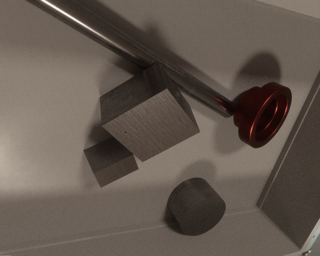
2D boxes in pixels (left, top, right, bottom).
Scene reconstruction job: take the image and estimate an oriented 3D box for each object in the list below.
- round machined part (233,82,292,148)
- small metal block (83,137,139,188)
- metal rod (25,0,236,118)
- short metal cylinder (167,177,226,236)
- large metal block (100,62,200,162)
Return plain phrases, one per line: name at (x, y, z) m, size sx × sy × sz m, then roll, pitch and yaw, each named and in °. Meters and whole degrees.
round machined part at (0.146, -0.022, 0.456) m, size 0.099 × 0.042 × 0.097 m, roll -27°, pitch 134°, yaw -31°
small metal block at (-0.061, 0.039, 0.384) m, size 0.050 × 0.050 × 0.025 m, roll -25°, pitch 128°, yaw -13°
metal rod at (-0.010, -0.076, 0.357) m, size 0.302 × 0.025 × 0.025 m, roll 24°, pitch 105°, yaw -37°
short metal cylinder at (0.059, 0.128, 0.507) m, size 0.081 × 0.050 × 0.079 m, roll -14°, pitch 125°, yaw -21°
large metal block at (-0.012, -0.016, 0.361) m, size 0.080 × 0.050 × 0.080 m, roll -29°, pitch 134°, yaw 14°
